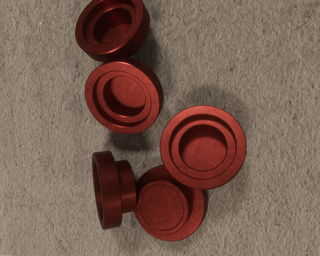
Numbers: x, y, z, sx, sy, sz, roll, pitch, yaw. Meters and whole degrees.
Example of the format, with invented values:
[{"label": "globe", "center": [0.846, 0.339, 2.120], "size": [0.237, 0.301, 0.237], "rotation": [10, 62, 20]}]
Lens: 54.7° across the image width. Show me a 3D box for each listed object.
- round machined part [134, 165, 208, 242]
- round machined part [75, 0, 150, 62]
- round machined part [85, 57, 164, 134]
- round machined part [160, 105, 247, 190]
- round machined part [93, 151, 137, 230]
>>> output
[{"label": "round machined part", "center": [0.009, 0.097, 0.396], "size": [0.098, 0.042, 0.097], "rotation": [0, 90, 19]}, {"label": "round machined part", "center": [-0.058, -0.129, 0.409], "size": [0.098, 0.042, 0.098], "rotation": [-7, 68, 19]}, {"label": "round machined part", "center": [-0.043, -0.044, 0.400], "size": [0.098, 0.042, 0.097], "rotation": [6, 120, 12]}, {"label": "round machined part", "center": [0.052, 0.025, 0.372], "size": [0.098, 0.042, 0.098], "rotation": [-3, 76, 11]}, {"label": "round machined part", "center": [-0.059, 0.078, 0.400], "size": [0.042, 0.098, 0.097], "rotation": [-6, 88, -18]}]
